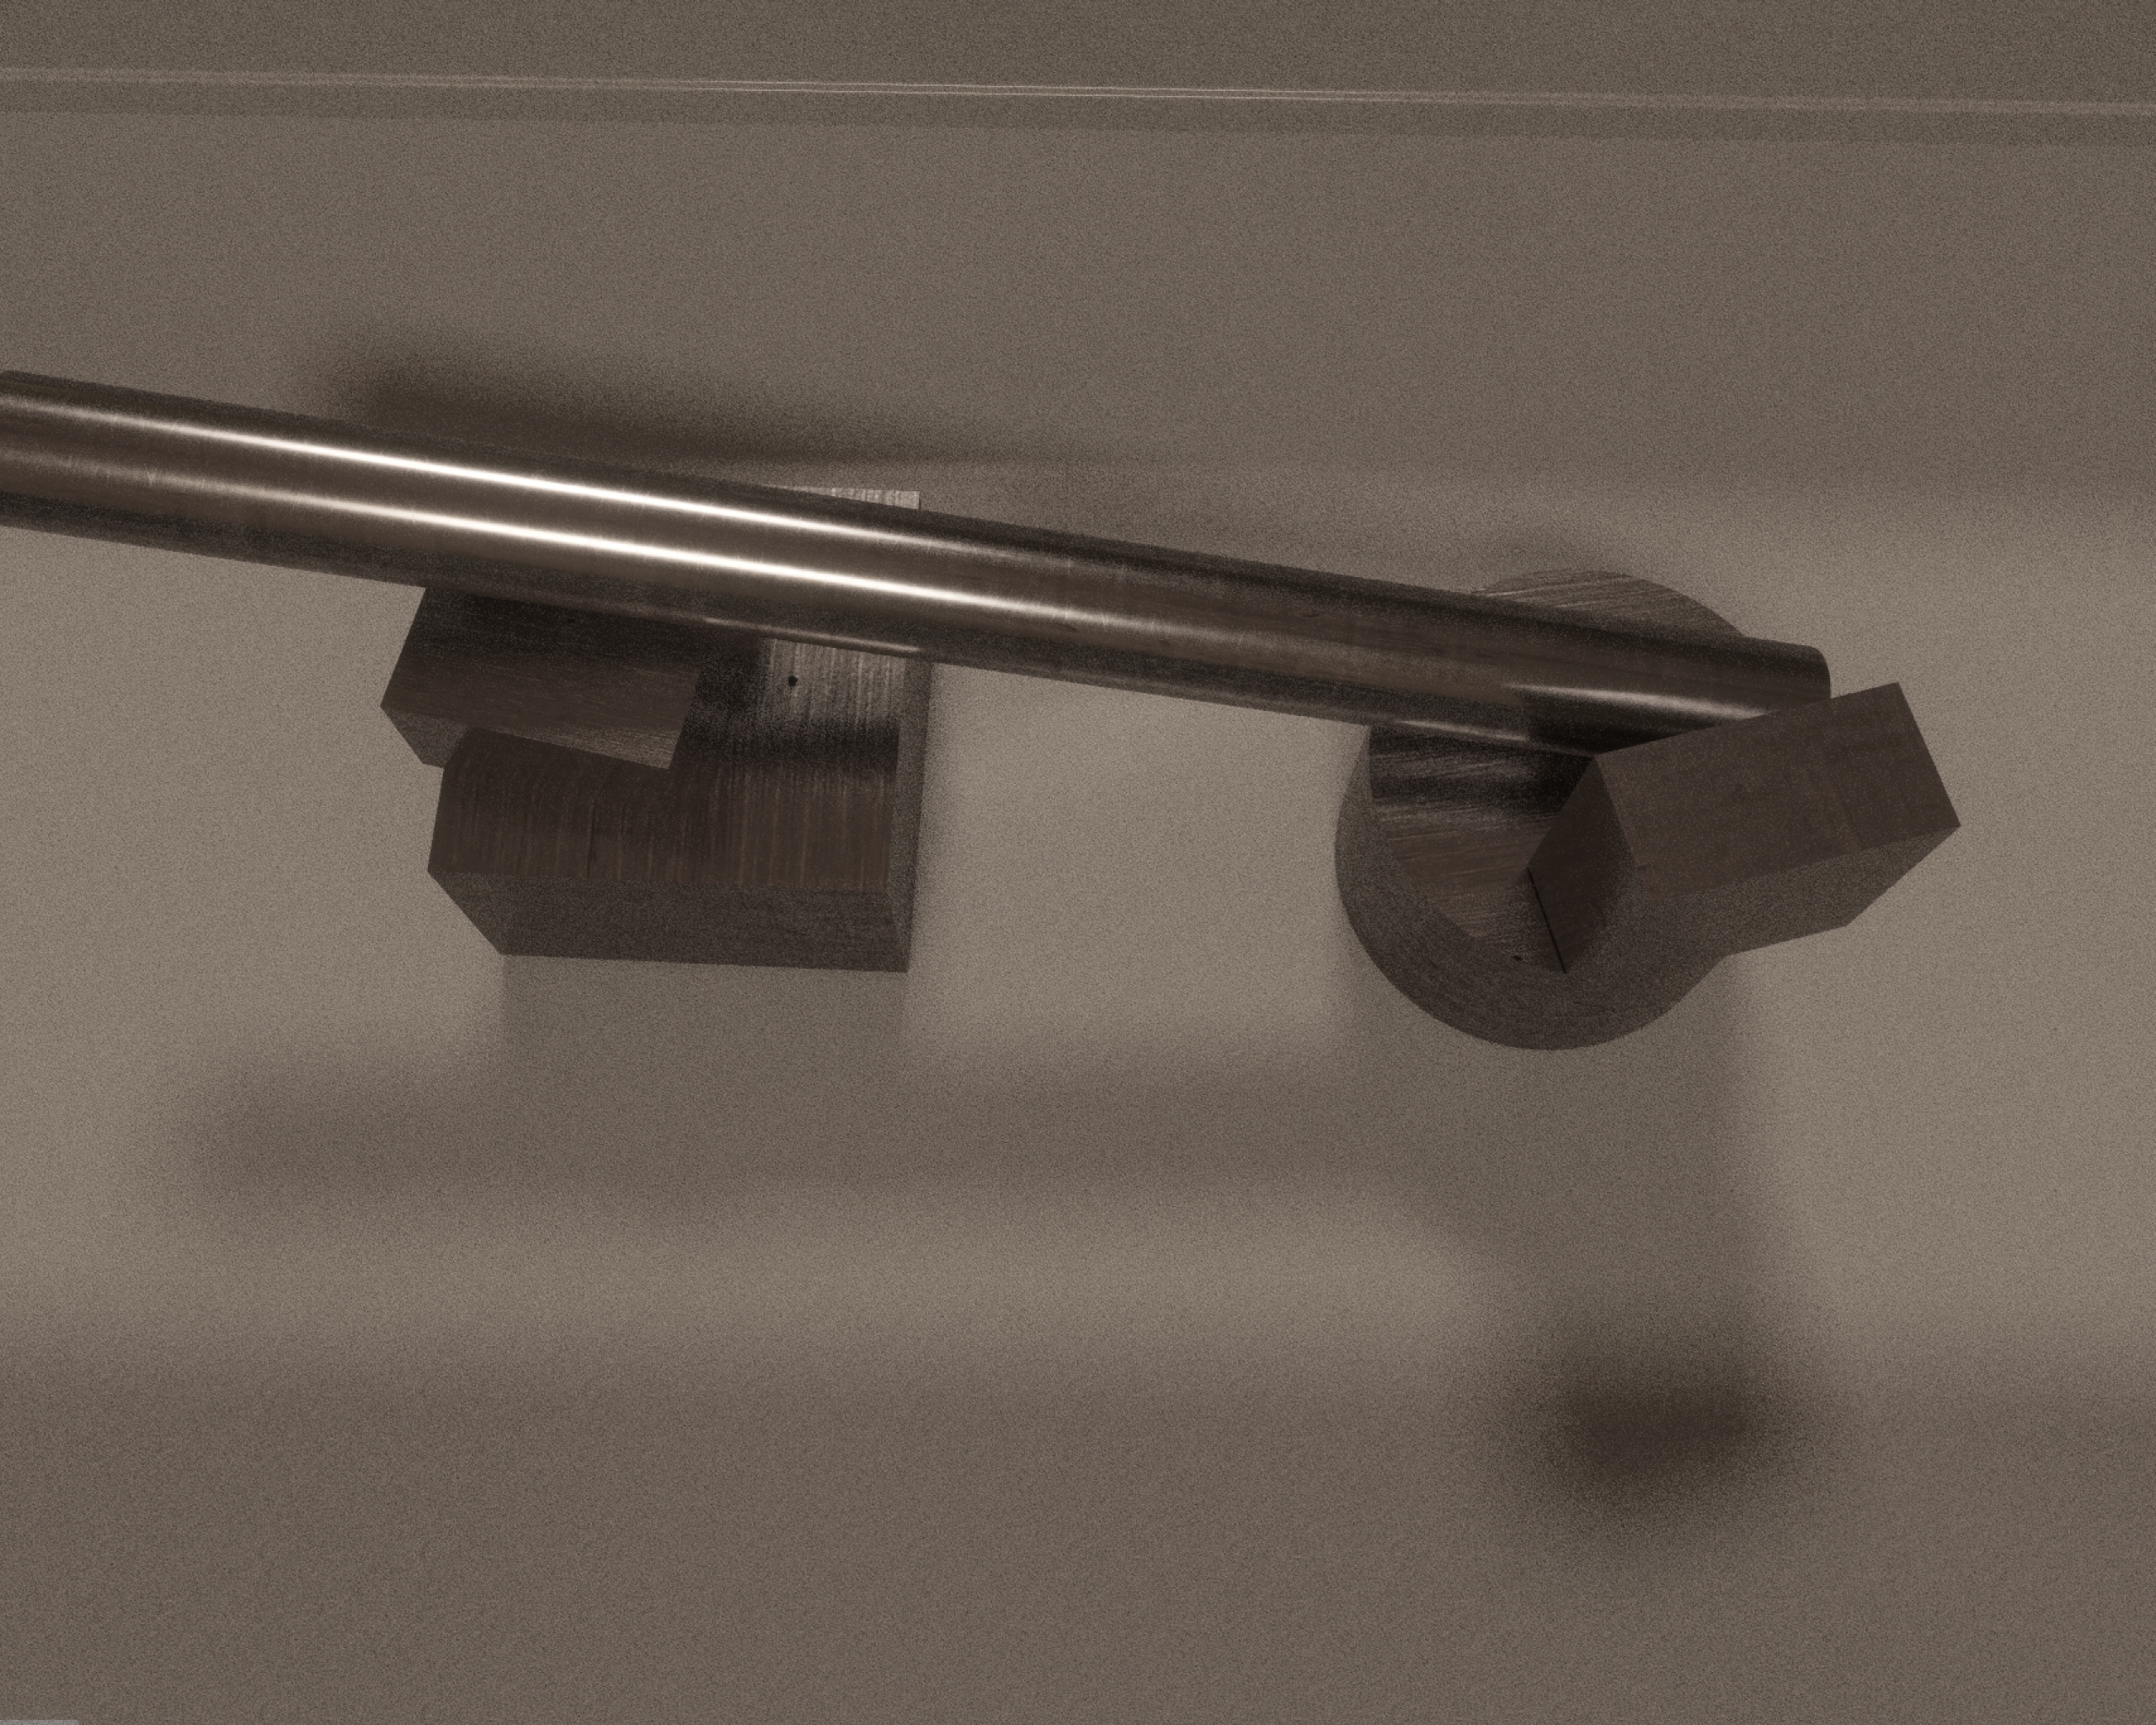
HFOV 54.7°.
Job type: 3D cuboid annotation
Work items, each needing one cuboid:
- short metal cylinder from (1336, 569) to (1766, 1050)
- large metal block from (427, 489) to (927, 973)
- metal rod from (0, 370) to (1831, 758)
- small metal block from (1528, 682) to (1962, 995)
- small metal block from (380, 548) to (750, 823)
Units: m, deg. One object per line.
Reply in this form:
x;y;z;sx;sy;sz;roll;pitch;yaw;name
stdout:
0.093;-0.009;0.399;0.081;0.050;0.080;0;70;0;short metal cylinder
-0.072;-0.026;0.402;0.081;0.050;0.080;3;70;0;large metal block
-0.023;-0.046;0.350;0.302;0.025;0.025;8;70;-6;metal rod
0.107;-0.003;0.343;0.050;0.050;0.025;-14;71;-5;small metal block
-0.087;-0.039;0.368;0.050;0.025;0.050;12;70;4;small metal block
